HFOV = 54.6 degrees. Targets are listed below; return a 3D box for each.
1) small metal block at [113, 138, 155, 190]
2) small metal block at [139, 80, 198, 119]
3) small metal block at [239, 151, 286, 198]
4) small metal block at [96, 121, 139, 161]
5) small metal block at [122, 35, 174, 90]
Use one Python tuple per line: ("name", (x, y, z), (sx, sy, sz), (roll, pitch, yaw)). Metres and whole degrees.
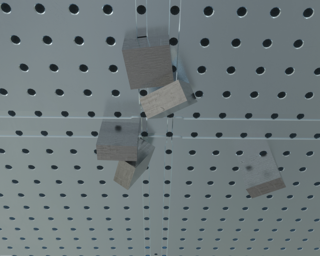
("small metal block", (-0.036, 0.050, 0.432), (0.025, 0.050, 0.050), (32, 133, 12))
("small metal block", (0.011, -0.032, 0.365), (0.050, 0.050, 0.025), (-24, 85, 19))
("small metal block", (0.149, 0.068, 0.454), (0.050, 0.050, 0.025), (-24, 126, 19))
("small metal block", (-0.054, 0.017, 0.408), (0.050, 0.050, 0.025), (2, 126, -2))
("small metal block", (-0.012, -0.073, 0.349), (0.050, 0.025, 0.050), (-6, 130, 4))
